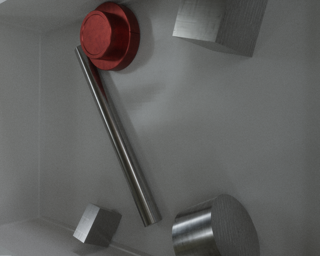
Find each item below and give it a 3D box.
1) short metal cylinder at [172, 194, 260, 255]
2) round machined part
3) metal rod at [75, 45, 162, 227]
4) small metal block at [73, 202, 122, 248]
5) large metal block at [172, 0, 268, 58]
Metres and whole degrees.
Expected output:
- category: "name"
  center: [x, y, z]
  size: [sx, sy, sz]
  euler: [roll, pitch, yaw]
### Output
- category: "short metal cylinder"
  center: [0.059, 0.115, 0.321]
  size: [0.050, 0.081, 0.080]
  euler: [-32, 70, 35]
- category: "round machined part"
  center: [-0.079, -0.134, 0.453]
  size: [0.098, 0.042, 0.097]
  euler: [6, 99, 38]
- category: "metal rod"
  center: [-0.068, -0.001, 0.460]
  size: [0.025, 0.025, 0.299]
  euler: [-38, 67, 33]
- category: "small metal block"
  center: [-0.090, 0.142, 0.451]
  size: [0.025, 0.050, 0.050]
  euler: [13, 73, 39]
- category: "large metal block"
  center: [0.066, -0.122, 0.316]
  size: [0.050, 0.081, 0.079]
  euler: [22, 104, 37]
